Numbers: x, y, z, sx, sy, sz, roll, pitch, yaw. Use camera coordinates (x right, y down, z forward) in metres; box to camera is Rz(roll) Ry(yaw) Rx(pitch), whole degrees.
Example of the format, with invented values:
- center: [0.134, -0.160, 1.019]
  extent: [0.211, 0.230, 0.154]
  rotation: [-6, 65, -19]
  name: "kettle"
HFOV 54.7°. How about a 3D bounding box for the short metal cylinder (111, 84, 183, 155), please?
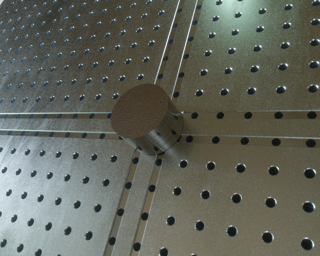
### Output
- center: [-0.016, -0.011, 0.405]
  extent: [0.080, 0.050, 0.080]
  rotation: [-13, 56, 20]
  name: "short metal cylinder"
